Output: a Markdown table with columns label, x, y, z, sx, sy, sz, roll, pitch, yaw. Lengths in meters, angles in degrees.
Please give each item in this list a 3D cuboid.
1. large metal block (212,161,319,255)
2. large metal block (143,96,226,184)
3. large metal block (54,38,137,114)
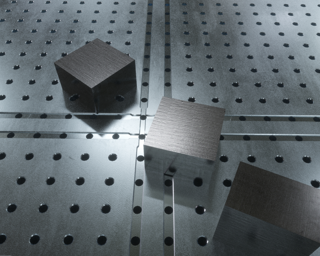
| label | x | y | z | sx | sy | sz | roll | pitch | yaw |
| --- | --- | --- | --- | --- | --- | --- | --- | --- | --- |
| large metal block | 0.102 | 0.087 | 0.300 | 0.080 | 0.080 | 0.050 | 19 | 53 | 15 |
| large metal block | 0.031 | 0.013 | 0.381 | 0.080 | 0.050 | 0.080 | 12 | 51 | 10 |
| large metal block | -0.092 | -0.079 | 0.456 | 0.080 | 0.050 | 0.080 | 34 | 58 | 25 |
